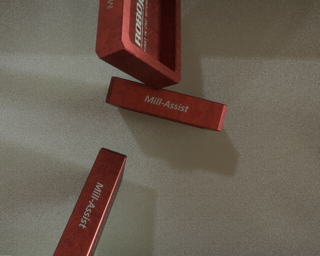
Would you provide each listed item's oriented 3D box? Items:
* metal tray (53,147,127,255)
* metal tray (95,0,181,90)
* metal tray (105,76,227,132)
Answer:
[{"bbox_3d":[-0.076,0.098,0.351,0.030,0.090,0.130,19,60,0],"label":"metal tray"},{"bbox_3d":[-0.016,-0.114,0.307,0.030,0.090,0.129,-11,69,35],"label":"metal tray"},{"bbox_3d":[0.007,-0.027,0.378,0.131,0.090,0.030,14,91,-1],"label":"metal tray"}]
